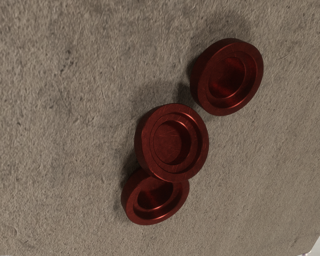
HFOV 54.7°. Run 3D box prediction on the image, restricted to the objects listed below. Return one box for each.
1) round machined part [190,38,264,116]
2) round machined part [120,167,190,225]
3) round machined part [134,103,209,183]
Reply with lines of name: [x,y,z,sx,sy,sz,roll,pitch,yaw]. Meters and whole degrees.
round machined part: [0.081,-0.068,0.400,0.099,0.042,0.097,-14,125,-21]
round machined part: [-0.010,0.089,0.447,0.099,0.042,0.097,-14,125,-21]
round machined part: [0.011,0.019,0.397,0.099,0.042,0.097,2,86,-29]
